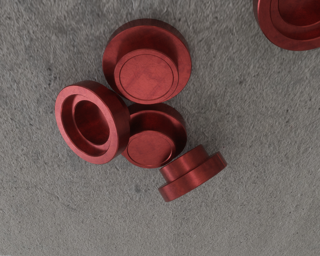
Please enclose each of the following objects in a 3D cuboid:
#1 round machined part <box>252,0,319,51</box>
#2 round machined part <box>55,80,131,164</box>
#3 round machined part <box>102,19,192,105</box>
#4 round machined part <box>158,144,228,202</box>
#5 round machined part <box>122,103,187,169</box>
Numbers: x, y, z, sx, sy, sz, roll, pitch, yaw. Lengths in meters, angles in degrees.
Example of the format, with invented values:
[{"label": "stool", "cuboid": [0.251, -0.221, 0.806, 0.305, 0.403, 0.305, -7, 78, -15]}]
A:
[{"label": "round machined part", "cuboid": [0.136, -0.126, 0.290, 0.099, 0.042, 0.097, 0, 130, 0]}, {"label": "round machined part", "cuboid": [-0.074, -0.009, 0.367, 0.098, 0.042, 0.097, 16, 121, 29]}, {"label": "round machined part", "cuboid": [-0.014, -0.065, 0.341, 0.099, 0.042, 0.097, 0, 130, 0]}, {"label": "round machined part", "cuboid": [0.038, 0.056, 0.421, 0.098, 0.098, 0.042, -35, 83, 26]}, {"label": "round machined part", "cuboid": [-0.013, 0.016, 0.409, 0.099, 0.042, 0.097, 0, 130, 0]}]
